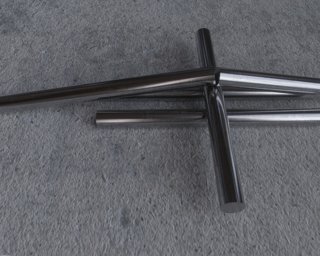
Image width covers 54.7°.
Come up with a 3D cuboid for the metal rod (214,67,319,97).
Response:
[{"bbox_3d":[0.221,-0.055,0.421,0.302,0.025,0.025,4,50,-10],"label":"metal rod"}]

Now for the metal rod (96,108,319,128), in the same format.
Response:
[{"bbox_3d":[0.068,-0.013,0.416,0.302,0.025,0.025,-1,50,-1],"label":"metal rod"}]

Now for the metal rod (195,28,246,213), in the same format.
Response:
[{"bbox_3d":[0.071,-0.036,0.403,0.025,0.025,0.300,0,50,-1],"label":"metal rod"}]

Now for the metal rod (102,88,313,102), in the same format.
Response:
[{"bbox_3d":[0.068,-0.052,0.448,0.302,0.025,0.025,-1,50,-1],"label":"metal rod"}]

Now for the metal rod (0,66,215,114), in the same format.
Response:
[{"bbox_3d":[-0.080,-0.049,0.412,0.302,0.025,0.025,-7,50,6],"label":"metal rod"}]
